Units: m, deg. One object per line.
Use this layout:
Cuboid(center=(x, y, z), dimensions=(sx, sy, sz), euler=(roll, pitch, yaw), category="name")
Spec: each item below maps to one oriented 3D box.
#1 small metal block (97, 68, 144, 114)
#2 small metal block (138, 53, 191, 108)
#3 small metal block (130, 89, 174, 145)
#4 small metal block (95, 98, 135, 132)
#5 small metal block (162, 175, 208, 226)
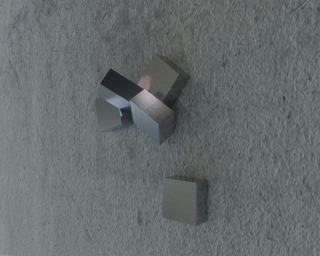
Cuboid(center=(-0.054, -0.048, 0.415), dimensions=(0.025, 0.050, 0.050), euler=(-61, 9, -17), category="small metal block")
Cuboid(center=(0.004, -0.060, 0.402), dimensions=(0.050, 0.025, 0.050), euler=(46, 117, 30), category="small metal block")
Cuboid(center=(-0.010, -0.013, 0.391), dimensions=(0.050, 0.025, 0.050), euler=(40, 156, 23), category="small metal block")
Cuboid(center=(-0.068, -0.024, 0.461), dimensions=(0.050, 0.025, 0.050), euler=(-17, 79, 39), category="small metal block")
Cuboid(center=(0.030, 0.087, 0.380), dimensions=(0.050, 0.025, 0.050), euler=(1, 91, 40), category="small metal block")
